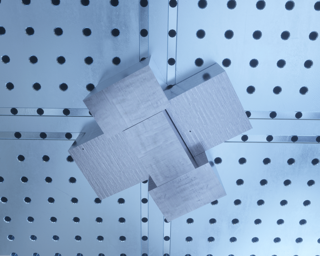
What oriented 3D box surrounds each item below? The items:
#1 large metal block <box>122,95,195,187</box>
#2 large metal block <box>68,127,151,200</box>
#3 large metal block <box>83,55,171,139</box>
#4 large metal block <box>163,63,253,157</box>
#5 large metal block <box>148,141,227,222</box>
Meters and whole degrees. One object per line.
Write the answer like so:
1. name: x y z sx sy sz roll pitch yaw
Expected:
1. large metal block: 0.000 0.012 0.388 0.050 0.080 0.080 -27 108 10
2. large metal block: -0.060 0.037 0.414 0.080 0.050 0.080 -25 108 9
3. large metal block: -0.035 -0.040 0.368 0.080 0.080 0.050 -27 108 9
4. large metal block: 0.057 -0.023 0.391 0.080 0.050 0.080 -27 110 9
5. large metal block: 0.033 0.065 0.408 0.080 0.080 0.050 -27 108 9
